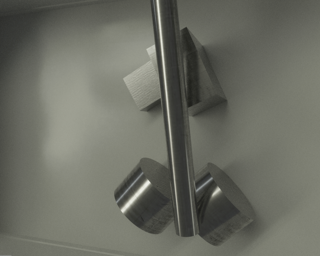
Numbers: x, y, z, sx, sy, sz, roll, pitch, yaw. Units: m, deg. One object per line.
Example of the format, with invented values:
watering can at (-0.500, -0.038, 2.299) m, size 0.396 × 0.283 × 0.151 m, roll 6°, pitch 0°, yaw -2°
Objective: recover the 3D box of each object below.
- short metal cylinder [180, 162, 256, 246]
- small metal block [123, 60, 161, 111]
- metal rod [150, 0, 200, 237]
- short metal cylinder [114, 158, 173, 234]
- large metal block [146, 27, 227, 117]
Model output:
short metal cylinder at (0.064, 0.087, 0.358) m, size 0.050 × 0.080 × 0.080 m, roll -43°, pitch 77°, yaw 15°
small metal block at (-0.013, -0.056, 0.414) m, size 0.050 × 0.025 × 0.050 m, roll -30°, pitch 81°, yaw 17°
metal rod at (0.012, -0.042, 0.300) m, size 0.025 × 0.025 × 0.298 m, roll -4°, pitch 96°, yaw 19°
short metal cylinder at (-0.009, 0.082, 0.384) m, size 0.080 × 0.080 × 0.050 m, roll 44°, pitch 104°, yaw 14°
large metal block at (0.035, -0.061, 0.368) m, size 0.050 × 0.080 × 0.080 m, roll -25°, pitch 82°, yaw 18°
